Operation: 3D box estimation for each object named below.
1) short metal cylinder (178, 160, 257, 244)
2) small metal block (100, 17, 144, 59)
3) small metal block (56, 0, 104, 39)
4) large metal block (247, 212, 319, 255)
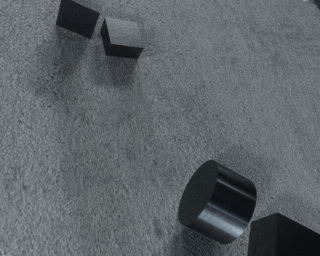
[{"bbox_3d":[0.063,0.083,0.354,0.050,0.080,0.080,29,52,-10],"label":"short metal cylinder"},{"bbox_3d":[-0.056,-0.132,0.455,0.050,0.025,0.050,0,62,-29],"label":"small metal block"},{"bbox_3d":[-0.110,-0.157,0.425,0.050,0.050,0.025,20,54,-17],"label":"small metal block"},{"bbox_3d":[0.155,0.162,0.375,0.080,0.050,0.080,29,52,-11],"label":"large metal block"}]
